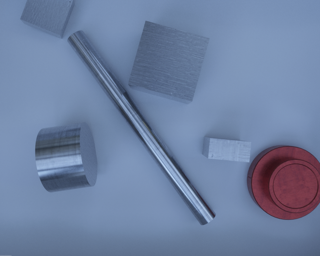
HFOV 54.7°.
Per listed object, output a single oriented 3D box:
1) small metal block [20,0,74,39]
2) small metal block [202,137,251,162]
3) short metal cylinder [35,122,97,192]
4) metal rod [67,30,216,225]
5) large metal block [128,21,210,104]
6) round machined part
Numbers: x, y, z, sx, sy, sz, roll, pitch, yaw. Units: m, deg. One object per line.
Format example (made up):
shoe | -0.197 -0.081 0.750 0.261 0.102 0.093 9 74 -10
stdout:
small metal block | -0.146 -0.152 0.404 0.050 0.025 0.050 20 90 -13
small metal block | 0.084 0.027 0.400 0.050 0.050 0.025 6 90 -1
short metal cylinder | -0.112 0.036 0.383 0.050 0.080 0.080 -9 90 0
metal rod | -0.024 0.000 0.411 0.025 0.025 0.299 -36 90 0
large metal block | 0.011 -0.081 0.399 0.080 0.050 0.080 15 90 -1
round machined part | 0.169 0.072 0.405 0.099 0.042 0.097 0 90 -1
